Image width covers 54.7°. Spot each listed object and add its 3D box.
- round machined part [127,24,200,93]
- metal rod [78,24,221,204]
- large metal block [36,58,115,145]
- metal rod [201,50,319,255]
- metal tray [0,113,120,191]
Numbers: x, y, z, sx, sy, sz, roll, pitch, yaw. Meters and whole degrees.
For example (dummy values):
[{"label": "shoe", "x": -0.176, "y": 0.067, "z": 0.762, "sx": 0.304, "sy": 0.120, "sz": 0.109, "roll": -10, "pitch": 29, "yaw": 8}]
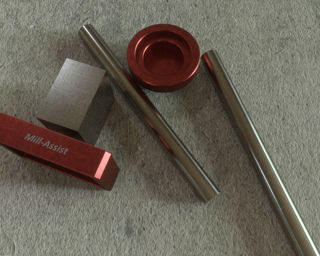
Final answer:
[{"label": "round machined part", "x": 0.005, "y": -0.093, "z": 0.433, "sx": 0.099, "sy": 0.042, "sz": 0.098, "roll": 0, "pitch": 70, "yaw": -1}, {"label": "metal rod", "x": -0.023, "y": -0.030, "z": 0.418, "sx": 0.025, "sy": 0.025, "sz": 0.299, "roll": -34, "pitch": 74, "yaw": -12}, {"label": "large metal block", "x": -0.100, "y": -0.026, "z": 0.387, "sx": 0.050, "sy": 0.080, "sz": 0.080, "roll": 18, "pitch": 71, "yaw": 6}, {"label": "metal rod", "x": 0.123, "y": 0.026, "z": 0.399, "sx": 0.025, "sy": 0.025, "sz": 0.299, "roll": -19, "pitch": 71, "yaw": -7}, {"label": "metal tray", "x": -0.117, "y": 0.031, "z": 0.360, "sx": 0.131, "sy": 0.090, "sz": 0.030, "roll": 19, "pitch": 71, "yaw": 6}]
